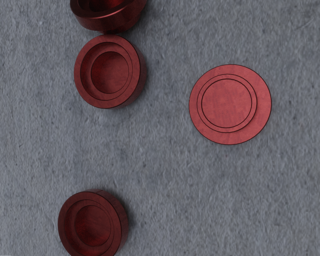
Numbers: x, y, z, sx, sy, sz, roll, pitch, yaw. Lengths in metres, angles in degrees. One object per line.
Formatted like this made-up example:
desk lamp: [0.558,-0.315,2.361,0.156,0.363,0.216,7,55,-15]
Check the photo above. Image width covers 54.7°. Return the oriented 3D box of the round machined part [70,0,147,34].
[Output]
round machined part: [-0.063,-0.162,0.407,0.098,0.042,0.098,-7,58,12]

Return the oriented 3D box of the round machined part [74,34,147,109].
round machined part: [-0.063,-0.074,0.421,0.098,0.042,0.097,0,90,19]

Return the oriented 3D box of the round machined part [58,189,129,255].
round machined part: [-0.088,0.133,0.430,0.098,0.042,0.097,0,90,19]

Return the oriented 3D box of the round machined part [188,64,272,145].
round machined part: [0.082,-0.028,0.371,0.098,0.042,0.097,0,90,19]
